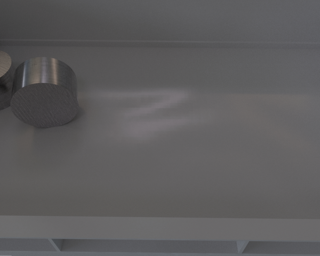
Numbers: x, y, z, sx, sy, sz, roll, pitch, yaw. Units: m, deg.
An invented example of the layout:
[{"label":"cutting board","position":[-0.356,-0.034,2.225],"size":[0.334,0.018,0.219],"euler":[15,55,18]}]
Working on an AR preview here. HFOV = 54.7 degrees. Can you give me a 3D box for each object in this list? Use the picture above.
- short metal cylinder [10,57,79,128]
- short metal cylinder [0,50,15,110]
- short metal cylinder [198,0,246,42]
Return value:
[{"label":"short metal cylinder","position":[-0.150,-0.045,0.406],"size":[0.081,0.080,0.050],"euler":[-10,51,-8]},{"label":"short metal cylinder","position":[-0.246,-0.068,0.444],"size":[0.080,0.050,0.080],"euler":[0,50,0]},{"label":"short metal cylinder","position":[0.110,-0.200,0.560],"size":[0.080,0.050,0.080],"euler":[0,50,0]}]
